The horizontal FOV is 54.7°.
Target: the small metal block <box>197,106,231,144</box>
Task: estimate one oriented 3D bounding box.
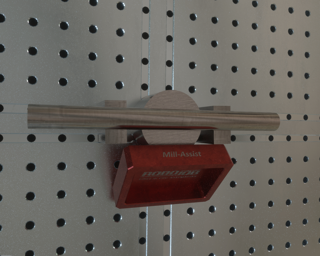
[{"bbox_3d":[0.072,-0.004,0.426,0.025,0.050,0.050,-1,91,-20],"label":"small metal block"}]

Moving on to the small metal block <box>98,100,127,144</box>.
[{"bbox_3d":[-0.059,-0.007,0.378,0.025,0.050,0.050,-1,91,-20],"label":"small metal block"}]

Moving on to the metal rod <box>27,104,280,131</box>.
[{"bbox_3d":[0.010,-0.010,0.363,0.302,0.025,0.025,1,90,-20],"label":"metal rod"}]

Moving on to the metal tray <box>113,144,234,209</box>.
[{"bbox_3d":[0.014,0.060,0.386,0.131,0.089,0.030,0,47,-20],"label":"metal tray"}]

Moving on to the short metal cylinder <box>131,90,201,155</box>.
[{"bbox_3d":[0.007,-0.007,0.401,0.081,0.050,0.080,0,90,-20],"label":"short metal cylinder"}]
